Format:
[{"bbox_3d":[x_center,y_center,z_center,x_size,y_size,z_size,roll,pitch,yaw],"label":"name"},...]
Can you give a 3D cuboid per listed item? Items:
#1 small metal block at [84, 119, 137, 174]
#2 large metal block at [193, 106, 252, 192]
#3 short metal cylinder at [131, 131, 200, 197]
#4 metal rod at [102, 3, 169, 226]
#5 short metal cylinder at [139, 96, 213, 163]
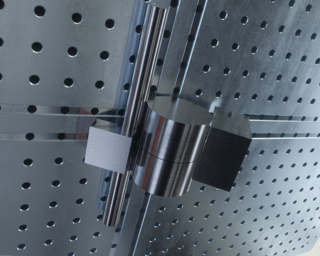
[{"bbox_3d":[-0.059,0.022,0.373,0.050,0.025,0.050,16,114,3],"label":"small metal block"},{"bbox_3d":[0.085,0.026,0.424,0.050,0.080,0.079,18,115,5],"label":"large metal block"},{"bbox_3d":[0.007,0.044,0.402,0.081,0.080,0.050,0,118,-29],"label":"short metal cylinder"},{"bbox_3d":[-0.037,0.003,0.387,0.025,0.025,0.298,0,118,-29],"label":"metal rod"},{"bbox_3d":[0.019,0.000,0.380,0.081,0.080,0.050,0,118,-29],"label":"short metal cylinder"}]
